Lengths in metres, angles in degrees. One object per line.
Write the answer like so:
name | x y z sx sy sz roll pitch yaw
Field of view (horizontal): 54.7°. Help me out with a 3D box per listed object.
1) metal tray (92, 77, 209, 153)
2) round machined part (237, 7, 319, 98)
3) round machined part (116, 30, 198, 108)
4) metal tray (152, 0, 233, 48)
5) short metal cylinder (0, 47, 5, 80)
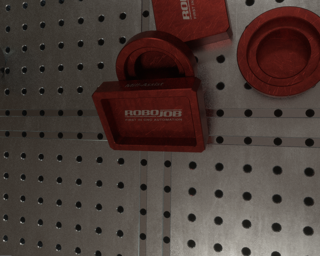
metal tray | -0.010 -0.014 0.388 0.130 0.030 0.089 0 125 19
round machined part | 0.140 -0.083 0.354 0.098 0.042 0.097 0 90 19
round machined part | -0.002 -0.076 0.386 0.098 0.042 0.097 10 133 11
metal tray | 0.036 -0.171 0.397 0.090 0.030 0.129 -10 87 19
short metal cylinder | -0.295 -0.105 0.485 0.050 0.080 0.079 14 95 19
